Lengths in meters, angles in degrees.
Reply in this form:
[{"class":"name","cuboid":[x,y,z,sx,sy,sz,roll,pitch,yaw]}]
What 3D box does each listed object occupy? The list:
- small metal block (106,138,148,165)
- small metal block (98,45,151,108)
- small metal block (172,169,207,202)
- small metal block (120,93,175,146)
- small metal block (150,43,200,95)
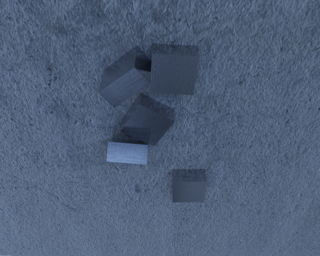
[{"class":"small metal block","cuboid":[-0.043,0.030,0.413,0.050,0.050,0.025,5,93,-5]},{"class":"small metal block","cuboid":[-0.038,-0.057,0.342,0.050,0.050,0.025,-30,124,23]},{"class":"small metal block","cuboid":[0.045,0.091,0.485,0.050,0.025,0.050,-1,130,0]},{"class":"small metal block","cuboid":[-0.016,-0.010,0.399,0.050,0.025,0.050,25,126,-20]},{"class":"small metal block","cuboid":[0.015,-0.066,0.351,0.050,0.025,0.050,2,130,-3]}]
